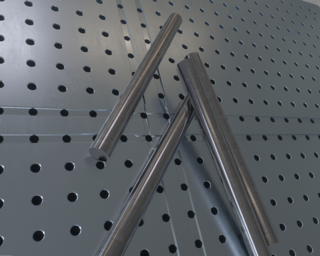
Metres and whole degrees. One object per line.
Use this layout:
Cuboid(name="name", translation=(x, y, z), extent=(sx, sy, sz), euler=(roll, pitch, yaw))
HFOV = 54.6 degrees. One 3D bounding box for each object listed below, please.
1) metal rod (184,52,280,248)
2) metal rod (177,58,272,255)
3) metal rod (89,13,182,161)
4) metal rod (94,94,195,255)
Cuboid(name="metal rod", translation=(0.096, 0.016, 0.448), extent=(0.025, 0.025, 0.299), euler=(-5, 64, -30))
Cuboid(name="metal rod", translation=(0.084, 0.044, 0.404), extent=(0.025, 0.025, 0.299), euler=(-10, 73, -32))
Cuboid(name="metal rod", translation=(-0.021, -0.079, 0.443), extent=(0.025, 0.025, 0.301), euler=(31, 52, -9))
Cuboid(name="metal rod", translation=(-0.008, 0.054, 0.370), extent=(0.025, 0.025, 0.301), euler=(35, 51, -5))
